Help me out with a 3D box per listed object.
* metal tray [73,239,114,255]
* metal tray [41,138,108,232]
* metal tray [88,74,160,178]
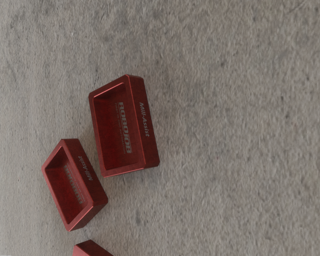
[{"bbox_3d":[-0.104,0.256,0.485,0.090,0.030,0.129,16,100,38],"label":"metal tray"},{"bbox_3d":[-0.147,0.093,0.519,0.090,0.030,0.130,-47,62,29],"label":"metal tray"},{"bbox_3d":[-0.054,-0.001,0.444,0.090,0.030,0.129,-19,78,38],"label":"metal tray"}]
